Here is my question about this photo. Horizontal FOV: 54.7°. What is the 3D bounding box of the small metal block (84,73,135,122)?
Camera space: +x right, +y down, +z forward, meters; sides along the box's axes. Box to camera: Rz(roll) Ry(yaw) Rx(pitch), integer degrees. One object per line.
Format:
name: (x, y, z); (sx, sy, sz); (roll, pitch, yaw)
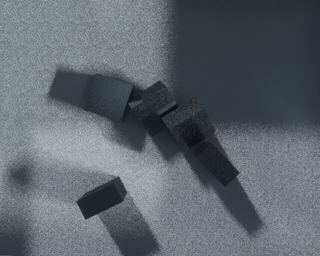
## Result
small metal block: (-0.066, -0.039, 0.410); (0.050, 0.025, 0.050); (19, 90, 2)

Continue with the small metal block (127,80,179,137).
small metal block: (-0.005, -0.025, 0.400); (0.050, 0.025, 0.050); (-35, 120, 0)

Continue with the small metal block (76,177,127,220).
small metal block: (-0.073, 0.089, 0.398); (0.050, 0.050, 0.025); (-26, 90, 0)

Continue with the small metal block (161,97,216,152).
small metal block: (0.037, -0.004, 0.397); (0.050, 0.050, 0.025); (-32, 45, 0)

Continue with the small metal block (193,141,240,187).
small metal block: (0.071, 0.045, 0.399); (0.025, 0.050, 0.050); (-43, 90, 0)
